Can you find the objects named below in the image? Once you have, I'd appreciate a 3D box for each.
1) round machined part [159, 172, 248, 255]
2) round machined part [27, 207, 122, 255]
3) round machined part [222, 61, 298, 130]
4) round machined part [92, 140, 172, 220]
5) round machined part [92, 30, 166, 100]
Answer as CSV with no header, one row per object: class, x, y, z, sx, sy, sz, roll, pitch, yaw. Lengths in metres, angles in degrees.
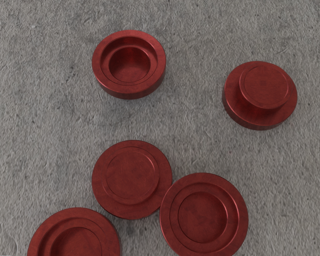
round machined part,0.048,0.104,0.360,0.099,0.042,0.098,1,71,-2
round machined part,-0.092,0.141,0.347,0.099,0.042,0.098,0,70,0
round machined part,0.136,-0.049,0.418,0.099,0.042,0.098,0,70,0
round machined part,-0.034,0.061,0.377,0.099,0.042,0.098,0,70,0
round machined part,-0.041,-0.083,0.429,0.099,0.042,0.098,0,70,0
